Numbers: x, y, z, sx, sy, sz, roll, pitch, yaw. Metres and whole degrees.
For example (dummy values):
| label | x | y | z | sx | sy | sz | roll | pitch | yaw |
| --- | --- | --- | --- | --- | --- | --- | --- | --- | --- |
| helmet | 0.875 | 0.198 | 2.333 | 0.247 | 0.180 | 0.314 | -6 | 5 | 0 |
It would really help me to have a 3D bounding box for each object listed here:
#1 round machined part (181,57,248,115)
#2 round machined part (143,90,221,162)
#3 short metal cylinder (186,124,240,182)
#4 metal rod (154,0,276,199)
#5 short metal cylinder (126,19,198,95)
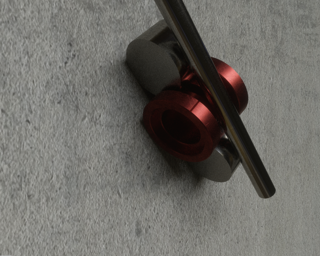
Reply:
| label | x | y | z | sx | sy | sz | roll | pitch | yaw |
| --- | --- | --- | --- | --- | --- | --- | --- | --- | --- |
| round machined part | 0.064 | -0.043 | 0.414 | 0.042 | 0.098 | 0.098 | -45 | 117 | -26 |
| round machined part | 0.031 | -0.007 | 0.385 | 0.042 | 0.098 | 0.098 | -49 | 120 | -33 |
| short metal cylinder | 0.077 | 0.030 | 0.437 | 0.050 | 0.080 | 0.080 | -47 | 118 | -30 |
| metal rod | 0.075 | -0.026 | 0.367 | 0.025 | 0.025 | 0.299 | -48 | 119 | -29 |
| short metal cylinder | 0.006 | -0.084 | 0.377 | 0.050 | 0.080 | 0.080 | -47 | 118 | -30 |
